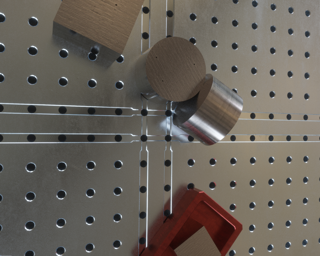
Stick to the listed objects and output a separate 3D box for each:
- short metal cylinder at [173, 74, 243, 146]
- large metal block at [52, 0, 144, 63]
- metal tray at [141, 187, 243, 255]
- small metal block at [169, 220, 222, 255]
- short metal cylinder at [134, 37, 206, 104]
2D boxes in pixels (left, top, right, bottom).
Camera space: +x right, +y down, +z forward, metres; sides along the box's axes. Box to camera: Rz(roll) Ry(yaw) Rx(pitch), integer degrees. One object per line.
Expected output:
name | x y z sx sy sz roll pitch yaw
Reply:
short metal cylinder | 0.061 -0.024 0.406 0.050 0.080 0.080 33 79 -17
large metal block | -0.073 -0.137 0.372 0.080 0.050 0.080 23 82 -19
metal tray | 0.043 0.160 0.425 0.090 0.030 0.130 42 77 -15
small metal block | 0.046 0.163 0.416 0.050 0.025 0.050 -33 101 -17
short metal cylinder | 0.012 -0.072 0.404 0.081 0.050 0.080 0 90 -20
